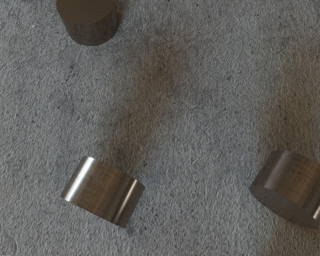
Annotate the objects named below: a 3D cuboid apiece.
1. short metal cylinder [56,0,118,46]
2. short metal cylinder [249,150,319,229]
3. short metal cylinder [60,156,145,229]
[{"bbox_3d":[-0.104,-0.169,0.456,0.081,0.050,0.080,0,70,0],"label":"short metal cylinder"},{"bbox_3d":[0.151,0.070,0.354,0.080,0.080,0.050,34,74,11],"label":"short metal cylinder"},{"bbox_3d":[-0.064,0.073,0.352,0.080,0.080,0.050,24,72,8],"label":"short metal cylinder"}]
